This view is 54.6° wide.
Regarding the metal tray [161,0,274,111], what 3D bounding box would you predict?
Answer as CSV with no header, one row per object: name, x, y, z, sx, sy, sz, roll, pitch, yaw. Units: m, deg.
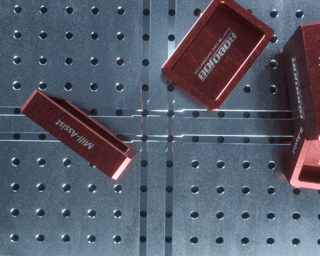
metal tray,0.074,-0.098,0.411,0.090,0.030,0.130,37,90,0

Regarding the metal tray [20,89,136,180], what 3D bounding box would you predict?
metal tray,-0.092,0.007,0.380,0.130,0.090,0.030,36,90,0

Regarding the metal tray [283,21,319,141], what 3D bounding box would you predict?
metal tray,0.183,-0.050,0.374,0.030,0.090,0.129,-7,85,8

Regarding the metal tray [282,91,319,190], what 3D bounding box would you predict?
metal tray,0.218,0.016,0.386,0.090,0.030,0.129,7,114,0
